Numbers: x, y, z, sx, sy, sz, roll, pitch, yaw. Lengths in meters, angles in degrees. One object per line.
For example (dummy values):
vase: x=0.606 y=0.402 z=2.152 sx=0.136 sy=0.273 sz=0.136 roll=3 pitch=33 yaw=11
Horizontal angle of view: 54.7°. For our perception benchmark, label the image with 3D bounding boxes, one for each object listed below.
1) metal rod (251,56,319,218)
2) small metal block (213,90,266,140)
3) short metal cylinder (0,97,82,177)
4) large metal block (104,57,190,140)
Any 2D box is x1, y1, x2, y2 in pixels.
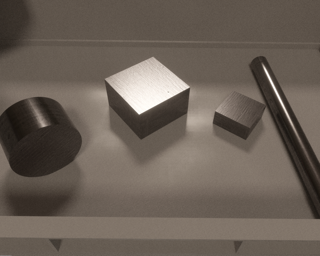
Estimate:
metal rod: x=0.173 y=0.009 z=0.399 sx=0.025 sy=0.025 sz=0.300 roll=-4 pitch=50 yaw=-4
small metal block: x=0.108 y=-0.019 z=0.422 sx=0.050 sy=0.025 sz=0.050 roll=29 pitch=56 yaw=22
short metal cylinder: x=-0.139 y=0.011 z=0.358 sx=0.081 sy=0.080 sz=0.050 roll=-27 pitch=55 yaw=-21
large metal block: x=-0.017 y=-0.043 z=0.425 sx=0.081 sy=0.050 sz=0.080 roll=-30 pitch=57 yaw=-23
